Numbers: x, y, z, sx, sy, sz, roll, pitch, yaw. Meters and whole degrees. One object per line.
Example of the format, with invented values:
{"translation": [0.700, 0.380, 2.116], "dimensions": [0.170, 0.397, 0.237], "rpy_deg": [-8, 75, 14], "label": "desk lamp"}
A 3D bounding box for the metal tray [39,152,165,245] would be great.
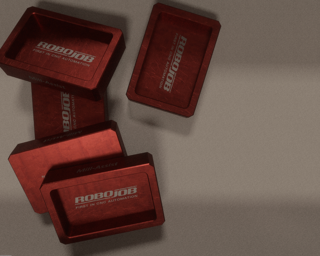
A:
{"translation": [-0.066, 0.086, 0.377], "dimensions": [0.131, 0.030, 0.089], "rpy_deg": [-11, 113, -2], "label": "metal tray"}

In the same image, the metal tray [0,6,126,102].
{"translation": [-0.119, -0.093, 0.382], "dimensions": [0.131, 0.030, 0.090], "rpy_deg": [17, 68, 8], "label": "metal tray"}

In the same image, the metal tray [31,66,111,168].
{"translation": [-0.115, -0.013, 0.407], "dimensions": [0.091, 0.030, 0.129], "rpy_deg": [-4, 90, -1], "label": "metal tray"}

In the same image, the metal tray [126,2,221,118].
{"translation": [0.017, -0.087, 0.409], "dimensions": [0.090, 0.030, 0.129], "rpy_deg": [17, 90, -1], "label": "metal tray"}

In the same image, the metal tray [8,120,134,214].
{"translation": [-0.107, 0.050, 0.391], "dimensions": [0.131, 0.030, 0.089], "rpy_deg": [-15, 113, -1], "label": "metal tray"}
